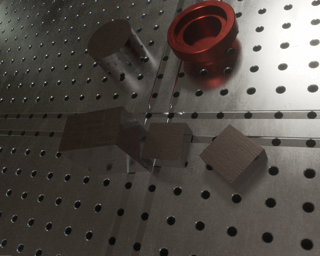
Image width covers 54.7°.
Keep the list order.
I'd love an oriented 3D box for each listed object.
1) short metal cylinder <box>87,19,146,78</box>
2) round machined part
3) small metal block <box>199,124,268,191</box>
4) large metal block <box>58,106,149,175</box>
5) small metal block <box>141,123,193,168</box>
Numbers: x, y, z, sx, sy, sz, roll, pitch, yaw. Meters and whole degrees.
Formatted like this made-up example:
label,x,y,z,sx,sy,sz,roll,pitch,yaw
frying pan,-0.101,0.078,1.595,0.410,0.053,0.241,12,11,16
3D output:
label,x,y,z,sx,sy,sz,roll,pitch,yaw
short metal cylinder,-0.070,-0.130,0.507,0.080,0.050,0.080,-13,57,21
round machined part,0.063,-0.132,0.444,0.098,0.042,0.098,-13,56,20
small metal block,0.081,0.032,0.345,0.050,0.025,0.050,-45,51,-4
large metal block,-0.065,0.020,0.393,0.080,0.080,0.050,-8,59,24
small metal block,0.009,0.021,0.389,0.050,0.025,0.050,1,62,28
